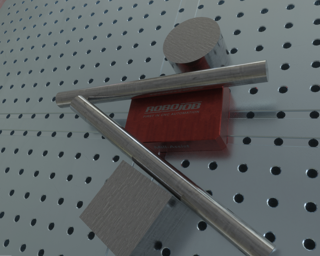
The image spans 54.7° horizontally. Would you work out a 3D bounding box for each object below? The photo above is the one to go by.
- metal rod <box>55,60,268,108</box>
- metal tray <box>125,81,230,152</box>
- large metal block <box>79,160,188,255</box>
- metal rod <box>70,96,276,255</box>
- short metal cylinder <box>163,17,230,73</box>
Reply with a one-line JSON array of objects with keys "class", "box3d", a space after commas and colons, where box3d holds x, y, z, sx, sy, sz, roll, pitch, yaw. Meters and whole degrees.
[{"class": "metal rod", "box3d": [-0.016, -0.053, 0.409, 0.300, 0.025, 0.025, -4, 60, 26]}, {"class": "metal tray", "box3d": [0.021, -0.016, 0.404, 0.130, 0.030, 0.090, -4, 60, 26]}, {"class": "large metal block", "box3d": [-0.029, 0.096, 0.349, 0.080, 0.050, 0.080, 30, 78, 37]}, {"class": "metal rod", "box3d": [-0.007, 0.042, 0.357, 0.300, 0.025, 0.025, 36, 82, 29]}, {"class": "short metal cylinder", "box3d": [0.051, -0.106, 0.430, 0.080, 0.050, 0.080, -13, 56, 21]}]
